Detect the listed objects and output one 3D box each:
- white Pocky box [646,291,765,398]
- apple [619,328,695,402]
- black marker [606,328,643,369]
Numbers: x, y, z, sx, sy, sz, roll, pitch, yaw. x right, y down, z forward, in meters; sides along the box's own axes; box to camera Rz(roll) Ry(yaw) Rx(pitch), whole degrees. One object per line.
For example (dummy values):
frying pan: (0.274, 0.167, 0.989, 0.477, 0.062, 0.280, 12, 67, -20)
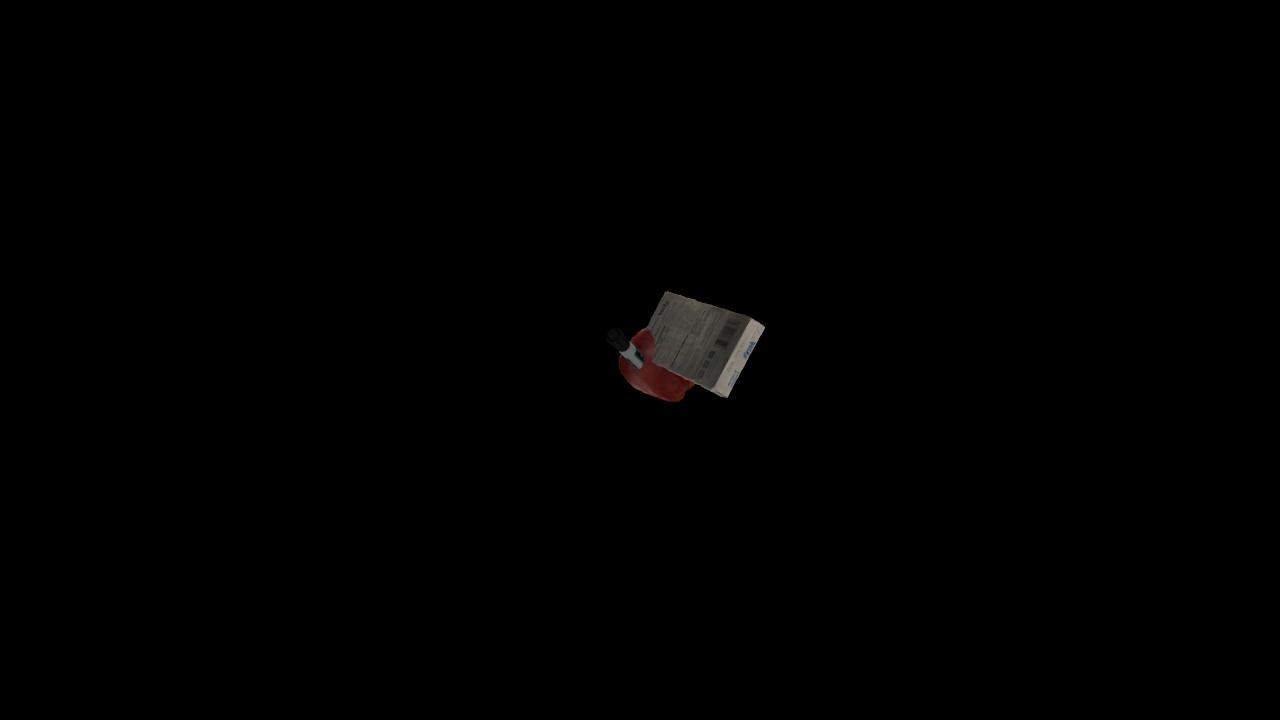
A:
white Pocky box: (0.058, -0.021, 0.659, 0.028, 0.084, 0.154, 29, -1, -35)
apple: (0.022, 0.004, 0.718, 0.093, 0.079, 0.079, 41, 13, 15)
black marker: (-0.003, -0.001, 0.688, 0.020, 0.020, 0.121, 0, -27, 30)
